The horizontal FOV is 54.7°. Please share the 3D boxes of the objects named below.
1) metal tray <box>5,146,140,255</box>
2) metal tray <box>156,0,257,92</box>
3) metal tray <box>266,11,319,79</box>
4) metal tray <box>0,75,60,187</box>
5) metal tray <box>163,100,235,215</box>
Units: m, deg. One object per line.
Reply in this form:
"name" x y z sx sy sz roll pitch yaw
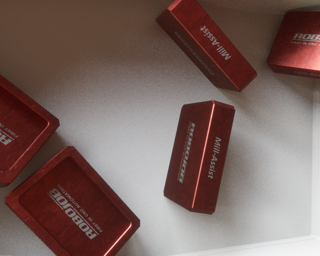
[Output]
"metal tray" -0.097 0.097 0.356 0.130 0.030 0.090 50 60 -9
"metal tray" 0.056 -0.105 0.395 0.030 0.090 0.130 -45 105 1
"metal tray" 0.231 -0.117 0.439 0.030 0.130 0.090 26 85 -49
"metal tray" -0.185 -0.011 0.321 0.130 0.030 0.090 41 54 -16
"metal tray" 0.047 0.034 0.394 0.030 0.090 0.129 14 85 -20
